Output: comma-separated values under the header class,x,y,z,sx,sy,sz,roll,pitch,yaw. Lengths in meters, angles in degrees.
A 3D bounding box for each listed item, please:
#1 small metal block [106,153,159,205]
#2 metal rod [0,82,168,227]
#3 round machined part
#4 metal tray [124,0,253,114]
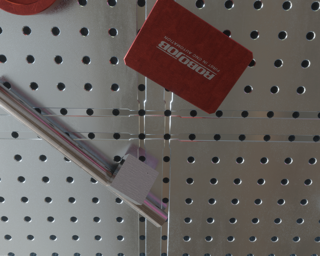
class,x,y,z,sx,sy,sz,roll,pitch,yaw
small metal block,-0.037,0.071,0.425,0.050,0.025,0.050,35,67,-12
metal rod,-0.107,0.042,0.427,0.300,0.025,0.025,41,105,-14
round machined part,-0.147,-0.175,0.338,0.099,0.042,0.097,0,110,-1
metal tray,0.034,-0.087,0.379,0.131,0.030,0.090,29,107,-11
